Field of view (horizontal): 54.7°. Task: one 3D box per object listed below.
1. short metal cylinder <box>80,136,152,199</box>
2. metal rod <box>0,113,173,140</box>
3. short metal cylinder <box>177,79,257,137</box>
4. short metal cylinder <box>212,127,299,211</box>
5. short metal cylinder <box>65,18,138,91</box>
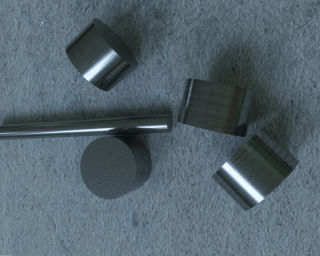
[{"bbox_3d":[-0.058,0.050,0.416,0.080,0.050,0.079,0,90,20],"label":"short metal cylinder"},{"bbox_3d":[-0.129,0.001,0.454,0.301,0.025,0.025,-3,89,19],"label":"metal rod"},{"bbox_3d":[0.064,-0.023,0.357,0.080,0.080,0.050,14,95,19],"label":"short metal cylinder"},{"bbox_3d":[0.104,0.045,0.343,0.050,0.080,0.080,46,104,14],"label":"short metal cylinder"},{"bbox_3d":[-0.075,-0.095,0.406,0.050,0.080,0.080,-39,78,16],"label":"short metal cylinder"}]
